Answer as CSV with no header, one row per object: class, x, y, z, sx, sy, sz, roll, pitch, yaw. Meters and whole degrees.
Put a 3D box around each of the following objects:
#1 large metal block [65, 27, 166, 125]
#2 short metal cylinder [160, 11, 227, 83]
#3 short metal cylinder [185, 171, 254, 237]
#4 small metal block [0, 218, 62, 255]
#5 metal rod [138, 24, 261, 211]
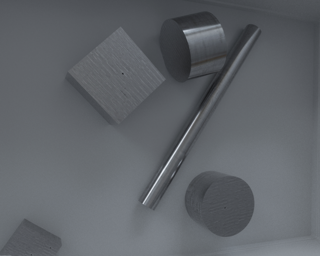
large metal block,-0.055,-0.060,0.378,0.080,0.050,0.080,-46,105,-14
short metal cylinder,0.041,-0.104,0.397,0.050,0.080,0.080,-19,97,-19
short metal cylinder,0.082,0.103,0.429,0.081,0.050,0.079,0,90,-21
small metal block,-0.150,0.141,0.356,0.050,0.025,0.050,37,78,-17
metal rod,0.061,-0.023,0.434,0.025,0.025,0.300,36,78,-17
